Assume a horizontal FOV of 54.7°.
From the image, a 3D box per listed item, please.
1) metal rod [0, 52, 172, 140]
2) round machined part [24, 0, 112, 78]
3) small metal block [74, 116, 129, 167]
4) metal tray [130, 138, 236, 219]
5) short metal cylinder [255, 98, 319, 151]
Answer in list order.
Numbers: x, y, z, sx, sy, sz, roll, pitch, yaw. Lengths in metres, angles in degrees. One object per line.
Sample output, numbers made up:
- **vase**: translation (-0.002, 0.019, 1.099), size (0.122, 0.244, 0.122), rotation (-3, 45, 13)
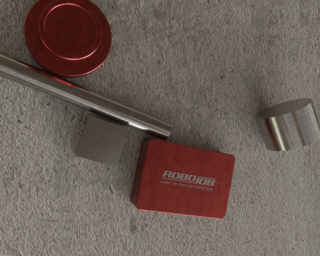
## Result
- **metal rod**: translation (-0.122, -0.048, 0.364), size (0.302, 0.025, 0.025), rotation (22, 83, -19)
- **round machined part**: translation (-0.105, -0.110, 0.361), size (0.099, 0.042, 0.097), rotation (0, 90, -21)
- **small metal block**: translation (-0.072, 0.016, 0.383), size (0.050, 0.025, 0.050), rotation (19, 84, -20)
- **metal tray**: translation (0.033, 0.069, 0.420), size (0.131, 0.030, 0.090), rotation (12, 86, -20)
- **short metal cylinder**: translation (0.186, -0.006, 0.451), size (0.081, 0.080, 0.050), rotation (-24, 99, -19)
